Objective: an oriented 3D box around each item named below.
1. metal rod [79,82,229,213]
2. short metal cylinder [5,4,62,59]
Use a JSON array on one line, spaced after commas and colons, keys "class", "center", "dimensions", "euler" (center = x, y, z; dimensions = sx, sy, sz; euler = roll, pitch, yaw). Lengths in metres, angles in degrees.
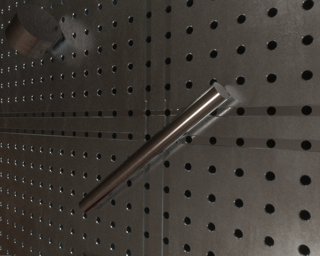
[{"class": "metal rod", "center": [-0.026, 0.042, 0.428], "dimensions": [0.299, 0.025, 0.025], "euler": [-42, 65, 31]}, {"class": "short metal cylinder", "center": [-0.227, -0.173, 0.557], "dimensions": [0.050, 0.081, 0.080], "euler": [-33, 70, 35]}]
